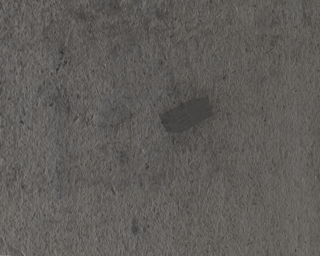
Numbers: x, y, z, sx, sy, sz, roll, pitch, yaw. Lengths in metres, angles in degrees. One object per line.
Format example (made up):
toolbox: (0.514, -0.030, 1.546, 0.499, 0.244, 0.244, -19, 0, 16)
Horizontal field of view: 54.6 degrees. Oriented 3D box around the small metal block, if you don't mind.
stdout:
small metal block: (0.034, -0.017, 0.408, 0.050, 0.050, 0.025, -28, 100, -18)
